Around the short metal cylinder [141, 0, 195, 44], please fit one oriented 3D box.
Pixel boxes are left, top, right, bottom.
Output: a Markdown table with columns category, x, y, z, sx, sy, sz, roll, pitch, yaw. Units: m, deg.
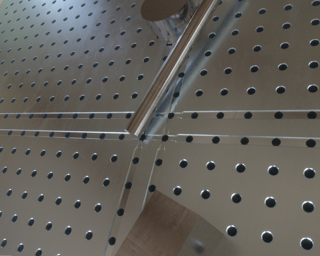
| category | x | y | z | sx | sy | sz | roll | pitch | yaw |
| --- | --- | --- | --- | --- | --- | --- | --- | --- | --- |
| short metal cylinder | 0.017 | -0.182 | 0.494 | 0.080 | 0.050 | 0.080 | -13 | 56 | 20 |

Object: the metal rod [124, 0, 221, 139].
| category | x | y | z | sx | sy | sz | roll | pitch | yaw |
| --- | --- | --- | --- | --- | --- | --- | --- | --- | --- |
| metal rod | 0.036 | -0.120 | 0.445 | 0.025 | 0.025 | 0.299 | 23 | 79 | 36 |

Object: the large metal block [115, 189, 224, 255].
| category | x | y | z | sx | sy | sz | roll | pitch | yaw |
| --- | --- | --- | --- | --- | --- | --- | --- | --- | --- |
| large metal block | 0.010 | 0.116 | 0.295 | 0.050 | 0.080 | 0.080 | 23 | 74 | 36 |
